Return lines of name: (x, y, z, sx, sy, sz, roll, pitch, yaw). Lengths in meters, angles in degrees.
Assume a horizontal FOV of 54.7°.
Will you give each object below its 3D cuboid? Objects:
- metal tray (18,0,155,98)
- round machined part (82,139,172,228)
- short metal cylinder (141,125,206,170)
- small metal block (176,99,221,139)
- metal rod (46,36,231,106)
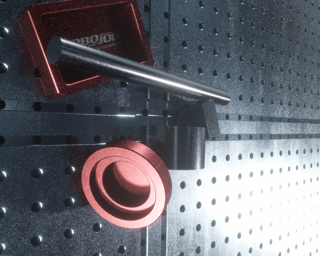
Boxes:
metal tray: (-0.074, -0.095, 0.345, 0.131, 0.030, 0.089, -27, 107, -37)
round machined part: (-0.033, 0.058, 0.344, 0.042, 0.098, 0.097, -44, 121, -63)
short metal cylinder: (0.016, 0.023, 0.389, 0.081, 0.080, 0.050, 3, 88, -40)
small metal block: (0.054, -0.012, 0.441, 0.025, 0.050, 0.050, -22, 105, -38)
metal rod: (0.005, -0.058, 0.384, 0.302, 0.025, 0.025, 6, 86, -50)
